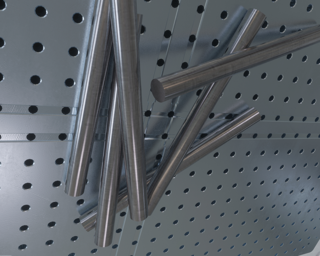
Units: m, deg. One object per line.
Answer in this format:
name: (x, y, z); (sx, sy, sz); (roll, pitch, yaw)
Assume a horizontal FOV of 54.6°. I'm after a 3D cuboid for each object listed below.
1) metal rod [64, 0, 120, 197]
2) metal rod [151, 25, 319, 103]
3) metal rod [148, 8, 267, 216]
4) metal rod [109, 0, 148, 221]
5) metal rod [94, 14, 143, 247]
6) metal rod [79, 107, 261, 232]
metal rod: (-0.072, -0.051, 0.339); (0.025, 0.025, 0.298); (2, 118, -29)
metal rod: (0.120, -0.090, 0.383); (0.302, 0.025, 0.025); (-23, 128, -28)
metal rod: (0.050, -0.015, 0.410); (0.025, 0.025, 0.299); (23, 100, -37)
metal rod: (-0.031, -0.017, 0.337); (0.025, 0.025, 0.298); (-14, 121, -21)
metal rod: (-0.054, 0.018, 0.373); (0.025, 0.025, 0.298); (-2, 114, -28)
metal rod: (0.020, 0.057, 0.456); (0.301, 0.025, 0.025); (-32, 129, -8)
